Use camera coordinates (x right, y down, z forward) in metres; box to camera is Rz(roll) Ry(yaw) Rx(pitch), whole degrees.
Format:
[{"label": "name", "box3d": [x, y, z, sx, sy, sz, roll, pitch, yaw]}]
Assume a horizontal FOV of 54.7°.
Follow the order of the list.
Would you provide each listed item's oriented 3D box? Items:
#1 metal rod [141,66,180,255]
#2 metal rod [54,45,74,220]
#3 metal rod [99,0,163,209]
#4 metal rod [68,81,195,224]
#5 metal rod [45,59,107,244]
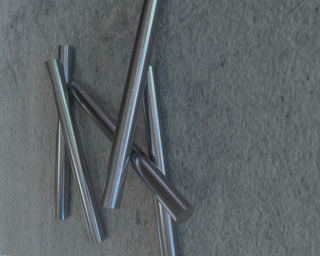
[{"label": "metal rod", "box3d": [0.001, 0.068, 0.401, 0.025, 0.025, 0.298, -12, 83, 39]}, {"label": "metal rod", "box3d": [-0.168, 0.008, 0.540, 0.025, 0.025, 0.298, 3, 92, 39]}, {"label": "metal rod", "box3d": [-0.032, -0.051, 0.389, 0.025, 0.025, 0.299, 6, 81, 39]}, {"label": "metal rod", "box3d": [-0.057, 0.013, 0.426, 0.300, 0.025, 0.025, 44, 116, 38]}, {"label": "metal rod", "box3d": [-0.136, 0.033, 0.497, 0.025, 0.025, 0.298, -21, 82, 38]}]
